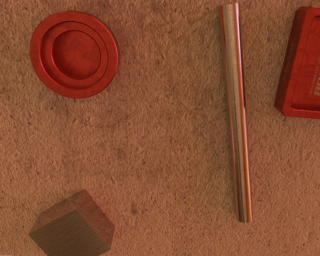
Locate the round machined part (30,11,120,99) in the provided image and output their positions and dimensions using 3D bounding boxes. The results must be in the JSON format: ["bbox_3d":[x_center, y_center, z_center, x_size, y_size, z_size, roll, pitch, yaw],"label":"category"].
[{"bbox_3d":[-0.097,-0.087,0.367,0.099,0.042,0.097,0,110,-1],"label":"round machined part"}]

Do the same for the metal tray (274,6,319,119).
[{"bbox_3d":[0.203,-0.077,0.381,0.091,0.030,0.129,5,110,-3],"label":"metal tray"}]

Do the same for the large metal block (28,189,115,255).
[{"bbox_3d":[-0.125,0.149,0.450,0.080,0.050,0.080,-30,108,10],"label":"large metal block"}]

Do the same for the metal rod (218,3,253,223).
[{"bbox_3d":[0.103,-0.005,0.409,0.025,0.025,0.298,-9,110,3],"label":"metal rod"}]
